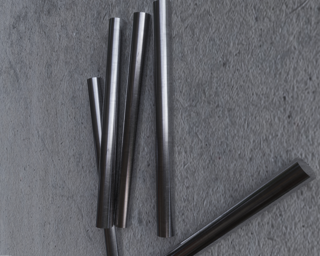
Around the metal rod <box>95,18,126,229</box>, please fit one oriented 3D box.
[{"bbox_3d":[-0.071,-0.009,0.448,0.025,0.025,0.298,0,86,40],"label":"metal rod"}]

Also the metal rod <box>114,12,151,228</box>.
[{"bbox_3d":[-0.039,-0.008,0.437,0.025,0.025,0.298,10,96,39],"label":"metal rod"}]

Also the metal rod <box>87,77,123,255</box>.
[{"bbox_3d":[-0.083,0.070,0.473,0.025,0.025,0.298,-13,82,39],"label":"metal rod"}]

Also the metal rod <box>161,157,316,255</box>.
[{"bbox_3d":[0.049,0.132,0.364,0.299,0.025,0.025,-47,62,29],"label":"metal rod"}]

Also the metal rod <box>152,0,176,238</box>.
[{"bbox_3d":[0.005,-0.012,0.400,0.025,0.025,0.298,-2,89,40],"label":"metal rod"}]
